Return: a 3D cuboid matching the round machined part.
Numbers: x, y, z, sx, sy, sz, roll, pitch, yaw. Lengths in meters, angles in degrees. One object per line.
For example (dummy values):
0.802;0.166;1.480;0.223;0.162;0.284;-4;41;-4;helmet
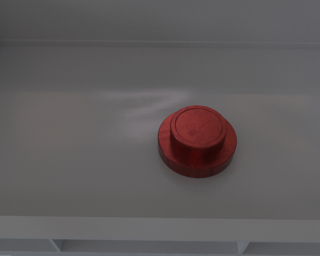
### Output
0.047;0.010;0.386;0.099;0.042;0.098;0;50;0;round machined part
